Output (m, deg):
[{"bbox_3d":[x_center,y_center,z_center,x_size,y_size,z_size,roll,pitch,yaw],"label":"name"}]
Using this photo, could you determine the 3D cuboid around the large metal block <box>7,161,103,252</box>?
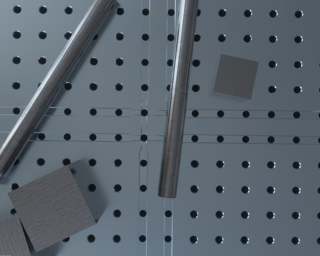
[{"bbox_3d":[-0.131,0.097,0.400,0.080,0.050,0.080,-26,90,0],"label":"large metal block"}]

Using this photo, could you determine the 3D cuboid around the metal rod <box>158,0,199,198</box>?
[{"bbox_3d":[0.026,-0.058,0.413,0.025,0.025,0.298,7,90,0],"label":"metal rod"}]

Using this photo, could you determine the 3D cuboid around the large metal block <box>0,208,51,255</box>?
[{"bbox_3d":[-0.198,0.156,0.399,0.080,0.050,0.080,-17,90,0],"label":"large metal block"}]

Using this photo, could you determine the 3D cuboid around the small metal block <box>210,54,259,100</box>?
[{"bbox_3d":[0.099,-0.067,0.414,0.050,0.025,0.050,12,90,0],"label":"small metal block"}]

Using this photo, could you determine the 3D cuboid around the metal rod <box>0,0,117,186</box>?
[{"bbox_3d":[-0.146,-0.053,0.412,0.025,0.025,0.299,32,90,0],"label":"metal rod"}]
